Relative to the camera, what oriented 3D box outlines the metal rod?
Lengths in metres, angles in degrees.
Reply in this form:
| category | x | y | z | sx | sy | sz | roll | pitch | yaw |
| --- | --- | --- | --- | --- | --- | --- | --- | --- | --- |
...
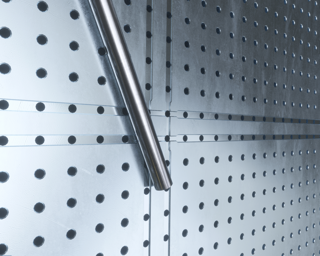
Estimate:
| category | x | y | z | sx | sy | sz | roll | pitch | yaw |
| --- | --- | --- | --- | --- | --- | --- | --- | --- | --- |
| metal rod | -0.040 | -0.061 | 0.374 | 0.025 | 0.025 | 0.299 | -29 | 108 | -36 |
